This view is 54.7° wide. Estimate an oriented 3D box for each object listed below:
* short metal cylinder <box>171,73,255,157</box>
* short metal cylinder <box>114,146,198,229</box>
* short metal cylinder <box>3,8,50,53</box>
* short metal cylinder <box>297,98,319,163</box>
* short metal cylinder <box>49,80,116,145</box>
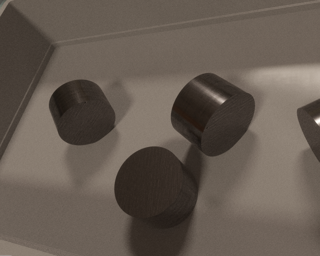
[{"bbox_3d":[0.059,-0.015,0.348,0.080,0.080,0.050,-46,51,-4],"label":"short metal cylinder"},{"bbox_3d":[-0.004,0.067,0.349,0.080,0.050,0.080,-13,56,20],"label":"short metal cylinder"},{"bbox_3d":[-0.288,-0.210,0.669,0.080,0.050,0.080,-13,56,20],"label":"short metal cylinder"},{"bbox_3d":[0.168,0.006,0.278,0.050,0.080,0.080,-27,53,11],"label":"short metal cylinder"},{"bbox_3d":[-0.110,-0.022,0.440,0.080,0.080,0.050,-37,51,3],"label":"short metal cylinder"}]
